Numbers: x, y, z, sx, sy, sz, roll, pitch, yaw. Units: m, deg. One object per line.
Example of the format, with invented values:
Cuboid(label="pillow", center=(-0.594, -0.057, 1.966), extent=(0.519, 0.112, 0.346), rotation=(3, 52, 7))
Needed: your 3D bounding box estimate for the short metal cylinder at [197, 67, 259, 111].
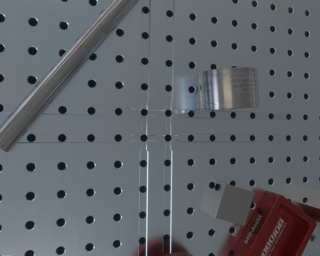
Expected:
Cuboid(label="short metal cylinder", center=(0.090, -0.050, 0.417), extent=(0.081, 0.080, 0.050), rotation=(-4, 92, -20))

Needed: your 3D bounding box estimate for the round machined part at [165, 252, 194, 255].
Cuboid(label="round machined part", center=(0.020, 0.214, 0.411), extent=(0.099, 0.042, 0.097), rotation=(0, 90, -20))

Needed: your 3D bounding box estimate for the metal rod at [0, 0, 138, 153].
Cuboid(label="metal rod", center=(-0.093, -0.098, 0.378), extent=(0.025, 0.025, 0.300), rotation=(40, 77, -16))

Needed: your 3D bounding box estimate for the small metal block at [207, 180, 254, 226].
Cuboid(label="small metal block", center=(0.103, 0.109, 0.451), extent=(0.050, 0.025, 0.050), rotation=(21, 83, -19))

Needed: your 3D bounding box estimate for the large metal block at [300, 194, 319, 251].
Cuboid(label="large metal block", center=(0.279, 0.155, 0.486), extent=(0.050, 0.080, 0.080), rotation=(-18, 96, -19))

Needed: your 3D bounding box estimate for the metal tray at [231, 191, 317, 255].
Cuboid(label="metal tray", center=(0.174, 0.176, 0.474), extent=(0.090, 0.030, 0.130), rotation=(36, 78, -17))
